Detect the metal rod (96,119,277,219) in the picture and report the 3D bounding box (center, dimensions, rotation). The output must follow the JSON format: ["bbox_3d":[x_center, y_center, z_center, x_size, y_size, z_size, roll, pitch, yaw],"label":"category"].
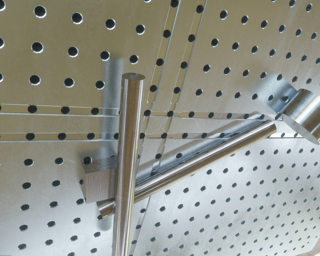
[{"bbox_3d":[0.049,0.057,0.473,0.302,0.025,0.025,-24,127,-14],"label":"metal rod"}]

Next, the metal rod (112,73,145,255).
[{"bbox_3d":[-0.045,0.076,0.400,0.025,0.025,0.298,-7,121,-25],"label":"metal rod"}]

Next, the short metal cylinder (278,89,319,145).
[{"bbox_3d":[0.238,-0.018,0.494,0.050,0.080,0.080,-49,129,6],"label":"short metal cylinder"}]

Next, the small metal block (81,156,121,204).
[{"bbox_3d":[-0.076,0.068,0.412,0.050,0.025,0.050,-8,122,-24],"label":"small metal block"}]
